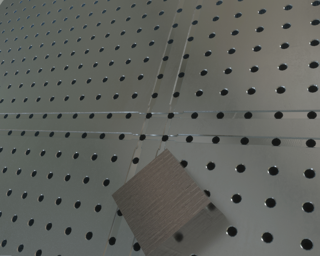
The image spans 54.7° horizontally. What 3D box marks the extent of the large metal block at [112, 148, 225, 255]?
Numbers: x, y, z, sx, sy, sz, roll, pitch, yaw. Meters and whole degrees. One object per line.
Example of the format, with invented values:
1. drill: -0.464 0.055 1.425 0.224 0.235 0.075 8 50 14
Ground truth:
1. large metal block: 0.008 0.084 0.336 0.080 0.050 0.080 -40 51 0
